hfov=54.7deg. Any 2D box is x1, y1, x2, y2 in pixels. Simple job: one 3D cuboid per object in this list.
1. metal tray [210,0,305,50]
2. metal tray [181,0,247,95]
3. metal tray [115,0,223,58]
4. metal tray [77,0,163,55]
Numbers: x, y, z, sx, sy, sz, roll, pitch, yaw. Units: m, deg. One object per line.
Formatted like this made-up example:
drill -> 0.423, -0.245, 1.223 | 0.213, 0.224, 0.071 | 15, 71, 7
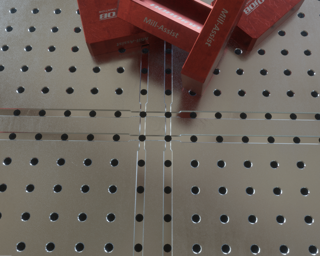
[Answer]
metal tray -> 0.151, -0.192, 0.481 | 0.130, 0.030, 0.090 | -42, 76, -14
metal tray -> 0.070, -0.112, 0.401 | 0.030, 0.090, 0.130 | 26, 88, 7
metal tray -> 0.019, -0.151, 0.414 | 0.130, 0.030, 0.090 | 28, 45, 6
metal tray -> -0.051, -0.168, 0.470 | 0.131, 0.030, 0.090 | -13, 71, -6
